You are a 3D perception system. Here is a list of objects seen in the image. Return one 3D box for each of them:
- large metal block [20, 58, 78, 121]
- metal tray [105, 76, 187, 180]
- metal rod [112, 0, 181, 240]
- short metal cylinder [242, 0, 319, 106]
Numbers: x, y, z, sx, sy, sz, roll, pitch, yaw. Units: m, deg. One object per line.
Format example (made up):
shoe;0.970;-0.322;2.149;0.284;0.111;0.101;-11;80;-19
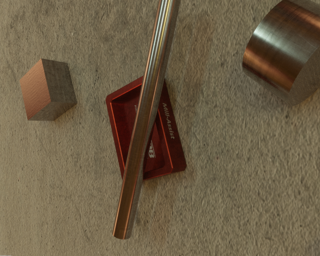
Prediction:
large metal block;-0.199;-0.065;0.550;0.080;0.050;0.080;-27;73;36
metal tray;-0.022;0.004;0.417;0.090;0.030;0.129;-22;76;37
metal rod;-0.019;-0.005;0.378;0.025;0.025;0.298;20;102;38
short metal cylinder;0.119;-0.066;0.270;0.050;0.081;0.080;45;117;30
